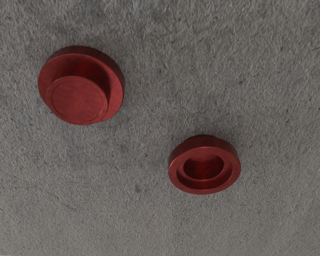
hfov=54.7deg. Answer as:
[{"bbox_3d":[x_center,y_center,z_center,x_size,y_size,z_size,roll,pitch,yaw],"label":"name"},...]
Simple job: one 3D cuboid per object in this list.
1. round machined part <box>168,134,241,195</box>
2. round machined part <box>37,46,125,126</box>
[{"bbox_3d":[0.061,0.047,0.437,0.099,0.042,0.097,0,130,0],"label":"round machined part"},{"bbox_3d":[-0.092,-0.041,0.360,0.099,0.042,0.097,0,130,0],"label":"round machined part"}]
